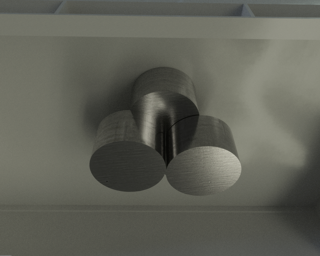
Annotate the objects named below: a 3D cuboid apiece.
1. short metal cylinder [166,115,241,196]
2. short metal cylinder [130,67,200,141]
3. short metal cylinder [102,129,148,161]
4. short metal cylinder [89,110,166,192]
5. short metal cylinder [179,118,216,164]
[{"bbox_3d":[0.047,0.032,0.351,0.081,0.050,0.079,0,130,0],"label":"short metal cylinder"},{"bbox_3d":[0.005,-0.025,0.370,0.081,0.050,0.079,0,130,0],"label":"short metal cylinder"},{"bbox_3d":[-0.040,0.026,0.412,0.081,0.050,0.079,0,130,0],"label":"short metal cylinder"},{"bbox_3d":[-0.034,0.027,0.347,0.081,0.050,0.079,0,130,0],"label":"short metal cylinder"},{"bbox_3d":[0.042,0.030,0.416,0.081,0.050,0.079,0,130,0],"label":"short metal cylinder"}]
